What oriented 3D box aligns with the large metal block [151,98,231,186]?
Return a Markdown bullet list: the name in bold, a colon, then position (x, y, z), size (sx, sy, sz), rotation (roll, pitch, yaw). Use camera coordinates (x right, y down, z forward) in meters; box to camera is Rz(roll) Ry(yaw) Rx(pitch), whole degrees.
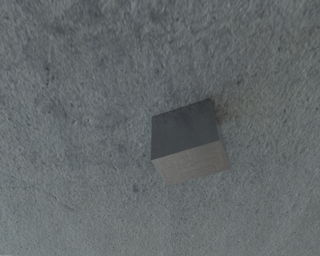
- **large metal block**: position (0.036, 0.017, 0.386), size (0.080, 0.080, 0.050), rotation (-18, 128, 14)
